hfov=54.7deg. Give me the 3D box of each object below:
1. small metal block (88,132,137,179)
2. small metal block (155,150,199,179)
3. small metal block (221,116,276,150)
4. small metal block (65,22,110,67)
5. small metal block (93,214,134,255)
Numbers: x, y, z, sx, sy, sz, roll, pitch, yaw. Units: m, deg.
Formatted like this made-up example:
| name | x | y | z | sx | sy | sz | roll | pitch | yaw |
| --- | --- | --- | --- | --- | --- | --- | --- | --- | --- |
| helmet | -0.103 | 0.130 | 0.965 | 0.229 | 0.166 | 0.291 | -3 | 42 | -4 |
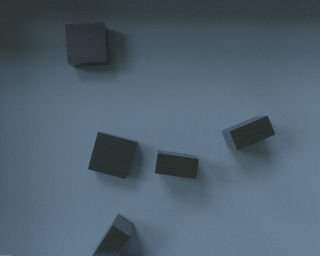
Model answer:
| name | x | y | z | sx | sy | sz | roll | pitch | yaw |
| --- | --- | --- | --- | --- | --- | --- | --- | --- | --- |
| small metal block | -0.062 | 0.035 | 0.411 | 0.050 | 0.025 | 0.050 | 15 | 90 | -1 |
| small metal block | 0.020 | 0.046 | 0.399 | 0.050 | 0.050 | 0.025 | 9 | 90 | -1 |
| small metal block | 0.112 | 0.006 | 0.400 | 0.050 | 0.050 | 0.025 | -23 | 90 | 0 |
| small metal block | -0.095 | -0.110 | 0.410 | 0.050 | 0.025 | 0.050 | -3 | 90 | -1 |
| small metal block | -0.060 | 0.145 | 0.398 | 0.025 | 0.050 | 0.050 | 33 | 90 | -1 |
